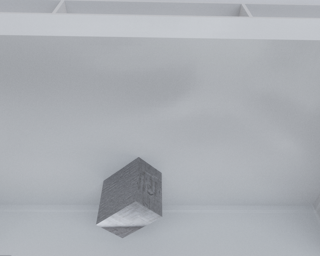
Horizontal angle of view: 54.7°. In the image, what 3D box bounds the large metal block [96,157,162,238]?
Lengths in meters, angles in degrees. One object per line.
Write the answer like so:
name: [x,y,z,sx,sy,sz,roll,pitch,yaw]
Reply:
large metal block: [-0.044,0.103,0.461,0.080,0.080,0.050,-35,122,26]
